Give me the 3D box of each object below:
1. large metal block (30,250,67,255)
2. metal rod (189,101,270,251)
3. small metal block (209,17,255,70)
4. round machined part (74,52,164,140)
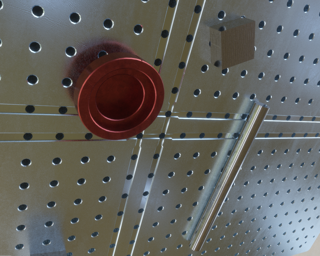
[{"bbox_3d":[-0.159,0.235,0.435,0.050,0.080,0.079,6,115,-32],"label":"large metal block"},{"bbox_3d":[0.112,0.094,0.533,0.025,0.025,0.298,5,116,-31],"label":"metal rod"},{"bbox_3d":[0.093,-0.109,0.397,0.050,0.025,0.050,-21,127,-16],"label":"small metal block"},{"bbox_3d":[-0.048,-0.039,0.351,0.099,0.042,0.097,-14,125,-21],"label":"round machined part"}]
